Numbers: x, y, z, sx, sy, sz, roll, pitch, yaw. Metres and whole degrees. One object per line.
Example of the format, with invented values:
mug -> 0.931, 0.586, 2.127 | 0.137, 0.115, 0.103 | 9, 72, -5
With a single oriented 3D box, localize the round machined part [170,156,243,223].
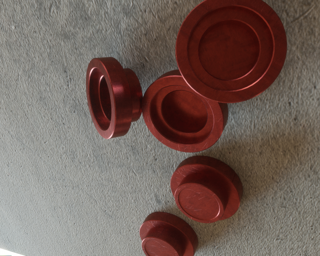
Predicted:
round machined part -> 0.059, 0.089, 0.420 | 0.098, 0.042, 0.097 | 13, 124, 21

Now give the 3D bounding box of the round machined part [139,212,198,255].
round machined part -> 0.009, 0.189, 0.508 | 0.098, 0.042, 0.097 | 13, 124, 21

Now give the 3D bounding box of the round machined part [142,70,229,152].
round machined part -> 0.032, -0.023, 0.364 | 0.098, 0.042, 0.097 | 13, 124, 20

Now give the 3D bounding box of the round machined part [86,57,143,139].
round machined part -> -0.055, -0.038, 0.382 | 0.098, 0.042, 0.097 | 30, 125, 54

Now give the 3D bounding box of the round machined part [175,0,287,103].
round machined part -> 0.066, -0.074, 0.299 | 0.098, 0.042, 0.097 | 1, 98, 8
